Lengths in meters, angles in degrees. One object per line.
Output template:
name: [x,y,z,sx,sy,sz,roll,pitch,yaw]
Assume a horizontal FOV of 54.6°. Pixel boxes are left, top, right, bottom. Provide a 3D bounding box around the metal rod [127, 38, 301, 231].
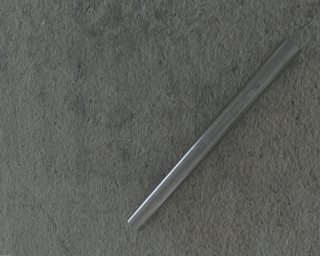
metal rod: [0.059,0.018,0.388,0.025,0.025,0.299,43,103,15]
